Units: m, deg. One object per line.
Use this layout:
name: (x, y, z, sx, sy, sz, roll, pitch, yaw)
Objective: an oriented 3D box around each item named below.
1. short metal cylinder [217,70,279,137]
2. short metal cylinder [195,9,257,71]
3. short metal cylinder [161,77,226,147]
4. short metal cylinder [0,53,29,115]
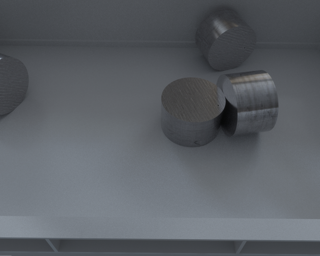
short metal cylinder: (0.108, -0.032, 0.397, 0.050, 0.080, 0.080, -8, 51, -7)
short metal cylinder: (0.102, -0.138, 0.486, 0.081, 0.080, 0.050, -15, 52, -12)
short metal cylinder: (0.042, -0.021, 0.407, 0.081, 0.050, 0.080, 0, 50, 0)
short metal cylinder: (-0.228, -0.063, 0.420, 0.050, 0.080, 0.080, 20, 53, 15)
